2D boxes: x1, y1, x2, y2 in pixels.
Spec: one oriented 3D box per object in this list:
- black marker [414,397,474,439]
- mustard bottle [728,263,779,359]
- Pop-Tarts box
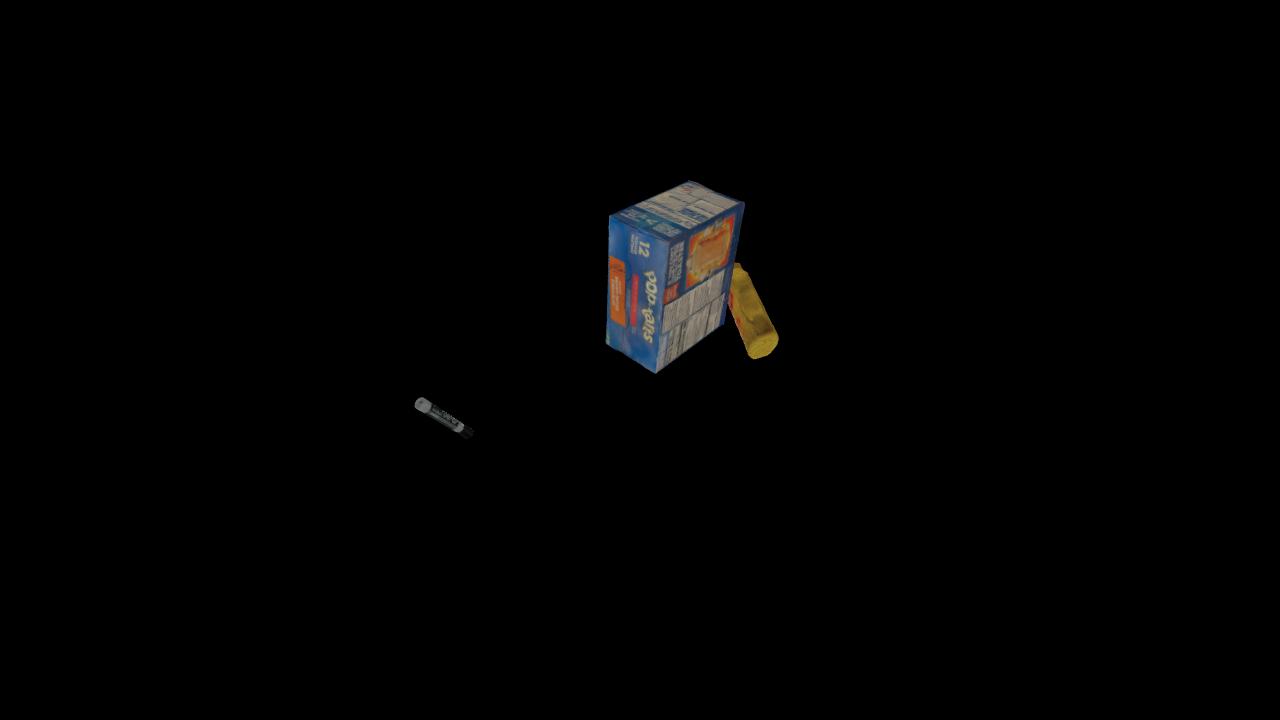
[{"bbox_3d":[-0.292,0.090,0.930,0.020,0.020,0.121,0,-28,27],"label":"black marker"},{"bbox_3d":[0.176,-0.099,1.042,0.054,0.184,0.092,-20,-25,2],"label":"mustard bottle"},{"bbox_3d":[0.037,-0.096,0.700,0.083,0.167,0.141,29,45,29],"label":"Pop-Tarts box"}]
